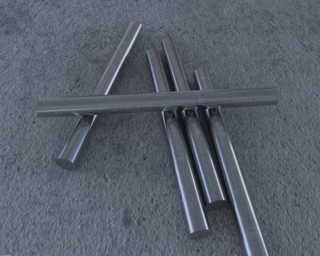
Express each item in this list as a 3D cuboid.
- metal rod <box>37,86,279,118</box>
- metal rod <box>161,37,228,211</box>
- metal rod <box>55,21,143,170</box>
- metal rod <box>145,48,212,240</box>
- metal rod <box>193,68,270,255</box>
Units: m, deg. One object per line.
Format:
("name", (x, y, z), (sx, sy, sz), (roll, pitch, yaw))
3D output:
("metal rod", (0.000, -0.034, 0.397), (0.302, 0.025, 0.025), (-3, 50, -3))
("metal rod", (0.037, -0.030, 0.428), (0.025, 0.025, 0.300), (-7, 50, -6))
("metal rod", (-0.077, -0.069, 0.460), (0.025, 0.025, 0.300), (10, 51, 8))
("metal rod", (0.014, -0.005, 0.407), (0.025, 0.025, 0.300), (-8, 50, -6))
("metal rod", (0.079, 0.032, 0.376), (0.025, 0.025, 0.300), (-5, 50, -4))
